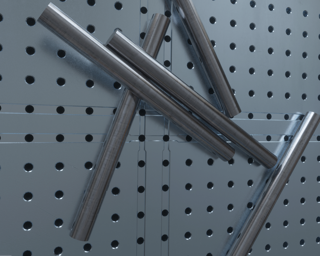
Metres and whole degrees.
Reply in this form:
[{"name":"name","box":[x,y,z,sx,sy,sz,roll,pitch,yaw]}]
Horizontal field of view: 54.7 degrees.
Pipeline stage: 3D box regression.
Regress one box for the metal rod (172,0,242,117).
[{"name":"metal rod","box":[0.042,-0.152,0.428,0.025,0.025,0.299,-30,100,-18]}]

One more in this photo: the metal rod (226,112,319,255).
[{"name":"metal rod","box":[0.170,0.102,0.477,0.025,0.025,0.300,37,78,-17]}]

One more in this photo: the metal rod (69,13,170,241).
[{"name":"metal rod","box":[-0.048,-0.007,0.395,0.025,0.025,0.299,22,82,-19]}]

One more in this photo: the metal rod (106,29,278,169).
[{"name":"metal rod","box":[0.057,-0.026,0.418,0.301,0.025,0.025,35,79,-24]}]

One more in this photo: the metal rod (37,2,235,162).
[{"name":"metal rod","box":[-0.010,-0.041,0.384,0.301,0.025,0.025,36,78,-26]}]
